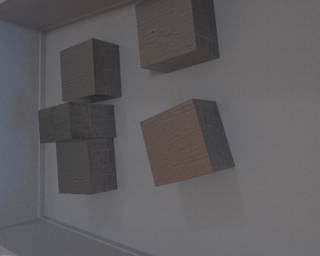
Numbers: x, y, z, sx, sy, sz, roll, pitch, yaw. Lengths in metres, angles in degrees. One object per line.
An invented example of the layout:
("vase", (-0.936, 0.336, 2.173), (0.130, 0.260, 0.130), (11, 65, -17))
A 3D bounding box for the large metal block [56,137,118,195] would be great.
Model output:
("large metal block", (-0.115, 0.059, 0.483), (0.080, 0.050, 0.080), (-8, 85, 39))

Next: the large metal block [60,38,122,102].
("large metal block", (-0.107, -0.084, 0.476), (0.080, 0.050, 0.080), (-6, 86, 39))

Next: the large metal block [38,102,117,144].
("large metal block", (-0.126, -0.006, 0.472), (0.080, 0.081, 0.050), (-9, 84, 39))

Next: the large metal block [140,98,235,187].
("large metal block", (0.031, 0.019, 0.364), (0.080, 0.050, 0.080), (-23, 76, 37))

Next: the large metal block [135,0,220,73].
("large metal block", (0.020, -0.117, 0.373), (0.080, 0.050, 0.080), (-9, 84, 39))
